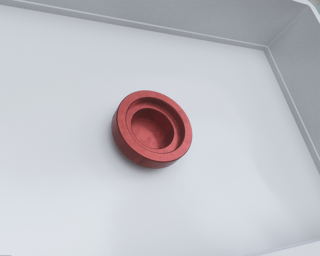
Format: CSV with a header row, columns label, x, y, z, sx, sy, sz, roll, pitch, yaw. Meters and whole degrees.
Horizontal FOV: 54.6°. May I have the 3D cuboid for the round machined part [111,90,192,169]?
label,x,y,z,sx,sy,sz,roll,pitch,yaw
round machined part,-0.013,0.005,0.384,0.099,0.042,0.098,13,56,-21
